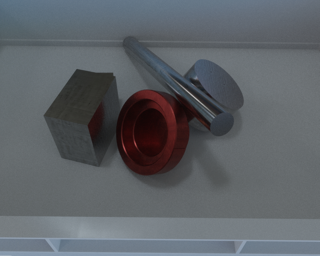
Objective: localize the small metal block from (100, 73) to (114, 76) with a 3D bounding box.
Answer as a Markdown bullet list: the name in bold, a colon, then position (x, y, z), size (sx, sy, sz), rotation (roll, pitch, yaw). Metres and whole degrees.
- **small metal block**: position (-0.088, -0.049, 0.429), size (0.050, 0.050, 0.025), rotation (0, 50, -1)

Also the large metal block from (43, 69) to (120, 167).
- **large metal block**: position (-0.088, -0.012, 0.378), size (0.050, 0.080, 0.080), rotation (12, 51, 10)

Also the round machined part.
- **round machined part**: position (-0.004, 0.005, 0.365), size (0.042, 0.097, 0.098), rotation (3, 38, -47)

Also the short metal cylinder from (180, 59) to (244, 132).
- **short metal cylinder**: position (0.061, -0.042, 0.402), size (0.080, 0.050, 0.080), rotation (24, 43, -24)

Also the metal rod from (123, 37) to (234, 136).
- **metal rod**: position (0.003, -0.073, 0.406), size (0.025, 0.025, 0.300), rotation (-17, 34, -14)
